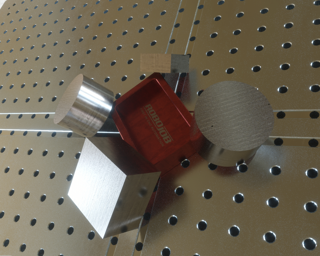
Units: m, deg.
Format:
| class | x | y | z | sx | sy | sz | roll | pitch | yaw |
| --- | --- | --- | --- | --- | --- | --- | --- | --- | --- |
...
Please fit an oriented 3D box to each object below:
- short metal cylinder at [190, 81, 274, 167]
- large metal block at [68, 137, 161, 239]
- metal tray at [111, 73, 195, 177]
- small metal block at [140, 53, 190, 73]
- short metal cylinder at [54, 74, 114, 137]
| class | x | y | z | sx | sy | sz | roll | pitch | yaw |
| --- | --- | --- | --- | --- | --- | --- | --- | --- | --- |
| short metal cylinder | 0.075 | -0.004 | 0.335 | 0.081 | 0.050 | 0.080 | 1 | 65 | -1 |
| large metal block | -0.055 | 0.065 | 0.359 | 0.080 | 0.050 | 0.079 | 35 | 112 | 38 |
| metal tray | -0.007 | -0.007 | 0.412 | 0.090 | 0.030 | 0.130 | -35 | 51 | 4 |
| small metal block | 0.007 | -0.093 | 0.442 | 0.050 | 0.050 | 0.025 | 10 | 104 | 32 |
| short metal cylinder | -0.111 | -0.031 | 0.451 | 0.080 | 0.050 | 0.080 | -36 | 38 | 35 |
